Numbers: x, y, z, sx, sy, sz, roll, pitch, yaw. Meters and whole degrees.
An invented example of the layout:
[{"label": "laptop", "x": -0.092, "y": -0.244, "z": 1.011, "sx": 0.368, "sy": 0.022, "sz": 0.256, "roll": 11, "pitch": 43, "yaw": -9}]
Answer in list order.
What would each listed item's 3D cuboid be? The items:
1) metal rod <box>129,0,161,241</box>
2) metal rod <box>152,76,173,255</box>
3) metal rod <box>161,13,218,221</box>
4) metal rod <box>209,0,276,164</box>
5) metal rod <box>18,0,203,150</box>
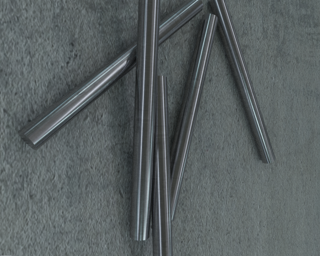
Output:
[{"label": "metal rod", "x": -0.018, "y": -0.014, "z": 0.366, "sx": 0.025, "sy": 0.025, "sz": 0.298, "roll": -3, "pitch": 99, "yaw": -40}, {"label": "metal rod", "x": 0.001, "y": 0.084, "z": 0.388, "sx": 0.025, "sy": 0.025, "sz": 0.298, "roll": 3, "pitch": 83, "yaw": -40}, {"label": "metal rod", "x": 0.041, "y": -0.023, "z": 0.438, "sx": 0.025, "sy": 0.025, "sz": 0.299, "roll": 22, "pitch": 76, "yaw": -38}, {"label": "metal rod", "x": 0.144, "y": -0.071, "z": 0.524, "sx": 0.025, "sy": 0.025, "sz": 0.299, "roll": -37, "pitch": 113, "yaw": -34}, {"label": "metal rod", "x": -0.038, "y": -0.083, "z": 0.372, "sx": 0.301, "sy": 0.025, "sz": 0.025, "roll": -47, "pitch": 118, "yaw": -30}]
